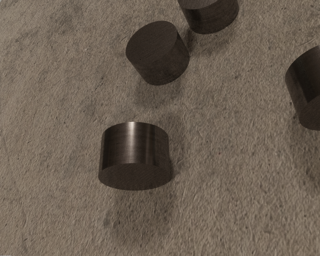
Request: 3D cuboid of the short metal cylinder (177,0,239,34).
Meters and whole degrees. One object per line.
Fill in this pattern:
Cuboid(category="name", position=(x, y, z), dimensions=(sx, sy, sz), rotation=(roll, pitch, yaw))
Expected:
Cuboid(category="short metal cylinder", position=(0.073, -0.188, 0.464), dimensions=(0.080, 0.050, 0.080), rotation=(-13, 56, 20))

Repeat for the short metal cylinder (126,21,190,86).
Cuboid(category="short metal cylinder", position=(-0.003, -0.109, 0.455), dimensions=(0.080, 0.050, 0.080), rotation=(-13, 56, 20))

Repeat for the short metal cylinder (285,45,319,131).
Cuboid(category="short metal cylinder", position=(0.171, -0.039, 0.303), dimensions=(0.080, 0.080, 0.050), rotation=(-16, 56, 19))

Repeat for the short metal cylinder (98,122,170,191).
Cuboid(category="short metal cylinder", position=(-0.029, 0.035, 0.361), dimensions=(0.080, 0.080, 0.050), rotation=(-15, 56, 20))
